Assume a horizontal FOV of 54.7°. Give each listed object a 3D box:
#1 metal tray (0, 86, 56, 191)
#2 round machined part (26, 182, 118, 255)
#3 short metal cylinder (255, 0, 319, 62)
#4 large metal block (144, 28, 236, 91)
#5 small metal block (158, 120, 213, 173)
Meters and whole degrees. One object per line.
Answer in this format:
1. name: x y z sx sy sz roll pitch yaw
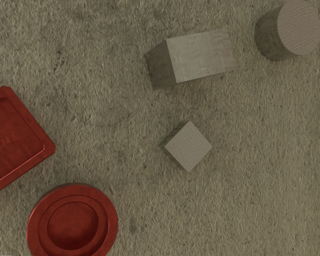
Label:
1. metal tray: -0.194 0.026 0.334 0.131 0.030 0.090 -37 102 -17
2. round machined part: -0.102 0.112 0.363 0.099 0.042 0.097 0 90 -21
3. short metal cylinder: 0.193 -0.145 0.469 0.081 0.050 0.079 0 90 -21
4. large metal block: 0.035 -0.085 0.394 0.081 0.080 0.050 -16 96 -20
5. small metal block: 0.035 0.025 0.423 0.050 0.025 0.050 -45 105 -15
